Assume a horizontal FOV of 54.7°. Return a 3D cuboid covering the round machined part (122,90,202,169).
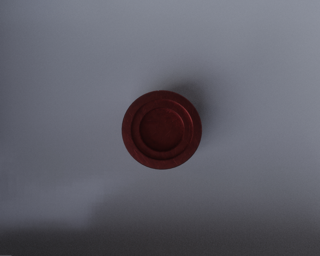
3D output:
[{"bbox_3d":[0.002,0.002,0.399,0.099,0.042,0.097,0,90,-1],"label":"round machined part"}]
